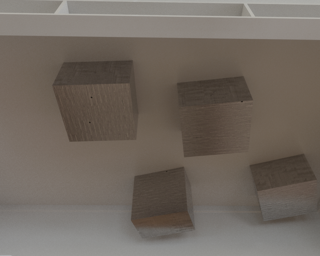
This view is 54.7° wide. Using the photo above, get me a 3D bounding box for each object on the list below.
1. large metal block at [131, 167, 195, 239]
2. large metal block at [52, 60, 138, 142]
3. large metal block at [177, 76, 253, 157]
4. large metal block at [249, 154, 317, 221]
[{"bbox_3d":[0.005,0.112,0.468,0.080,0.080,0.050,-12,129,10],"label":"large metal block"},{"bbox_3d":[-0.070,-0.031,0.365,0.080,0.050,0.079,-2,130,1],"label":"large metal block"},{"bbox_3d":[0.066,-0.013,0.382,0.080,0.050,0.080,-5,130,4],"label":"large metal block"},{"bbox_3d":[0.188,0.092,0.473,0.080,0.050,0.080,-14,129,11],"label":"large metal block"}]
